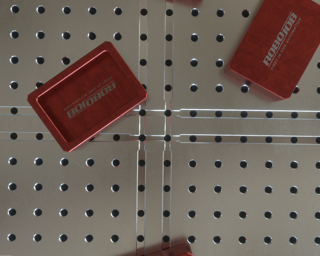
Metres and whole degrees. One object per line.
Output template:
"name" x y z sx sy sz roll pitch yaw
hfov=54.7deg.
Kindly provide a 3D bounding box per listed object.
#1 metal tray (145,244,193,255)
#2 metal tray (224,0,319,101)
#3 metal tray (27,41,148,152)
"metal tray" -0.010 0.219 0.410 0.131 0.030 0.090 -16 90 -1
"metal tray" 0.157 -0.112 0.413 0.090 0.030 0.130 29 90 -1
"metal tray" -0.093 -0.040 0.409 0.130 0.030 0.090 -35 90 -1
